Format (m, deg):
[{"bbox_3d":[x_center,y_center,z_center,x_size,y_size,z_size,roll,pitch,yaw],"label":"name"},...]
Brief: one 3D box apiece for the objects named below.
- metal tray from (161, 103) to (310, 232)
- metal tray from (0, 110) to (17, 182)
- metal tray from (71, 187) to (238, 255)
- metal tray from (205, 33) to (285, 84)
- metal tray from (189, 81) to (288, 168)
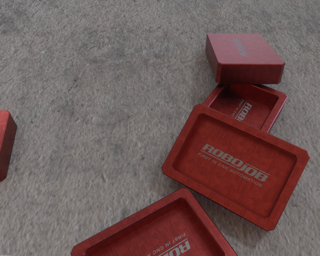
[{"bbox_3d":[0.079,0.040,0.339,0.130,0.030,0.090,27,85,20],"label":"metal tray"},{"bbox_3d":[-0.252,0.026,0.375,0.131,0.030,0.090,-6,50,-5],"label":"metal tray"},{"bbox_3d":[-0.005,0.125,0.294,0.131,0.030,0.090,-24,55,-20],"label":"metal tray"},{"bbox_3d":[0.122,-0.109,0.471,0.091,0.030,0.130,0,34,0],"label":"metal tray"},{"bbox_3d":[0.101,-0.013,0.412,0.090,0.030,0.131,27,55,20],"label":"metal tray"}]
